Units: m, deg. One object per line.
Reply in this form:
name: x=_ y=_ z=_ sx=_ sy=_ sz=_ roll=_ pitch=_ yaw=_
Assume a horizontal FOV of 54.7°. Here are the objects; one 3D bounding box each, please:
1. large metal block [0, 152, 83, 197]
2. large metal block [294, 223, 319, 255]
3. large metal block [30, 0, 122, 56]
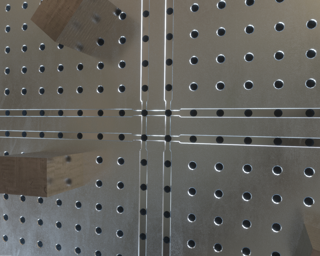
large metal block: x=-0.167 y=0.062 z=0.440 sx=0.080 sy=0.080 sz=0.050 roll=0 pitch=90 yaw=19
large metal block: x=0.187 y=0.148 z=0.318 sx=0.080 sy=0.080 sz=0.050 roll=16 pitch=96 yaw=19
large metal block: x=-0.110 y=-0.154 z=0.421 sx=0.050 sy=0.080 sz=0.080 roll=42 pitch=103 yaw=15
